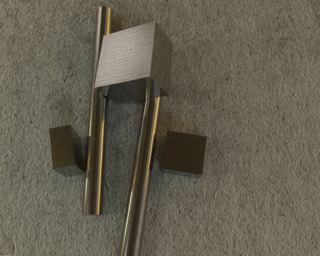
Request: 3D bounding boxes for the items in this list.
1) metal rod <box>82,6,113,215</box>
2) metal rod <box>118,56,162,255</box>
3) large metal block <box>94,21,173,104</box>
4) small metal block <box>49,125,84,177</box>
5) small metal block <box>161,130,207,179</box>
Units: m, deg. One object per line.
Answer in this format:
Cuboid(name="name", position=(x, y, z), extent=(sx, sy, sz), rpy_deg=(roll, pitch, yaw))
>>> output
Cuboid(name="metal rod", position=(-0.082, -0.036, 0.420), extent=(0.025, 0.025, 0.299), rpy_deg=(0, 70, -1))
Cuboid(name="metal rod", position=(-0.020, 0.034, 0.395), extent=(0.025, 0.025, 0.299), rpy_deg=(7, 70, 2))
Cuboid(name="large metal block", position=(-0.032, -0.083, 0.407), extent=(0.080, 0.050, 0.080), rpy_deg=(-6, 66, 27))
Cuboid(name="small metal block", position=(-0.114, 0.030, 0.383), extent=(0.025, 0.050, 0.050), rpy_deg=(-11, 71, -4))
Cuboid(name="small metal block", position=(0.030, 0.034, 0.396), extent=(0.050, 0.025, 0.050), rpy_deg=(9, 70, 3))
